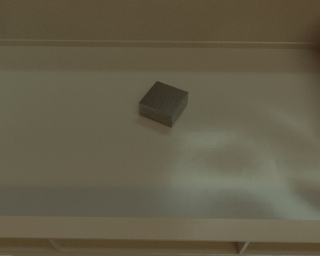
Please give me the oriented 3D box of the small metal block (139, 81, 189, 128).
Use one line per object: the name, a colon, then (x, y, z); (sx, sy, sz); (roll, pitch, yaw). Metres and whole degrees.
small metal block: (0.006, -0.034, 0.434); (0.050, 0.025, 0.050); (22, 54, 18)
